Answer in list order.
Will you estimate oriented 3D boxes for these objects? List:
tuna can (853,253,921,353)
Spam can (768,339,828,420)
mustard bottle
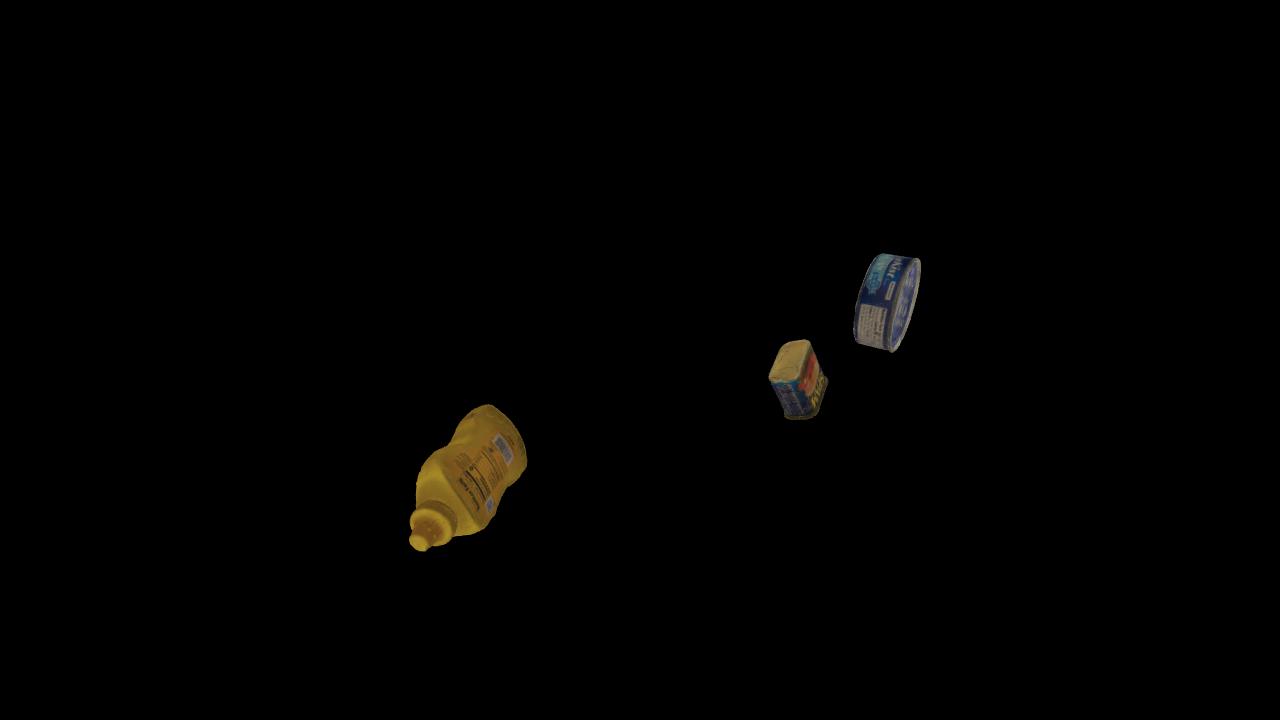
[{"bbox_3d":[0.218,-0.051,0.542,0.034,0.084,0.084,18,9,31],"label":"tuna can"},{"bbox_3d":[0.251,0.030,0.978,0.058,0.085,0.101,-6,37,37],"label":"Spam can"},{"bbox_3d":[-0.174,0.123,0.612,0.054,0.092,0.184,-16,20,18],"label":"mustard bottle"}]
